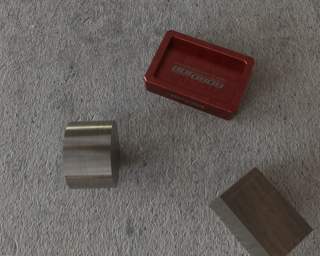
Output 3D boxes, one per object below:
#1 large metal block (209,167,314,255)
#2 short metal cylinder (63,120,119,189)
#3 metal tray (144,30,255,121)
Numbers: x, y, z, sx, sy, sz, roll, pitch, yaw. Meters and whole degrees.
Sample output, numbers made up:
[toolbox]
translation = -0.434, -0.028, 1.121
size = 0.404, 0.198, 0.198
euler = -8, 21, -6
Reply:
[large metal block]
translation = 0.105, 0.097, 0.344
size = 0.050, 0.080, 0.080
euler = -37, 74, -12
[short metal cylinder]
translation = -0.078, 0.031, 0.367
size = 0.050, 0.080, 0.080
euler = -2, 70, -1
[metal tray]
translation = 0.054, -0.075, 0.433
size = 0.131, 0.030, 0.090
euler = 21, 71, 7
